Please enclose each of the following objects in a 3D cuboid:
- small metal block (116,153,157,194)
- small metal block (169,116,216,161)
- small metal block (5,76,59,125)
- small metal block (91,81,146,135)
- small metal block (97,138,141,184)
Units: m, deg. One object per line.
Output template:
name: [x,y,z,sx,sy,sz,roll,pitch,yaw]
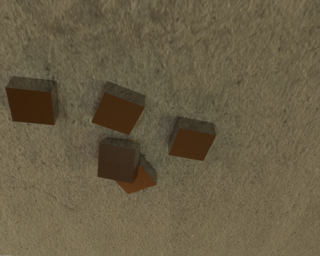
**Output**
small metal block: [-0.039,0.069,0.465,0.050,0.025,0.050,-22,127,17]
small metal block: [0.042,0.015,0.421,0.050,0.025,0.050,11,129,-10]
small metal block: [-0.153,-0.033,0.377,0.050,0.025,0.050,6,130,-5]
small metal block: [-0.052,-0.024,0.386,0.050,0.025,0.050,20,127,-17]
small metal block: [-0.056,0.044,0.425,0.050,0.025,0.050,9,107,9]
